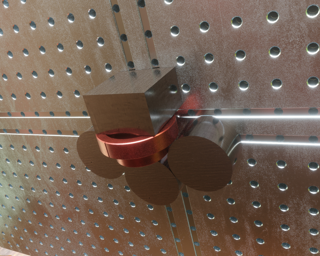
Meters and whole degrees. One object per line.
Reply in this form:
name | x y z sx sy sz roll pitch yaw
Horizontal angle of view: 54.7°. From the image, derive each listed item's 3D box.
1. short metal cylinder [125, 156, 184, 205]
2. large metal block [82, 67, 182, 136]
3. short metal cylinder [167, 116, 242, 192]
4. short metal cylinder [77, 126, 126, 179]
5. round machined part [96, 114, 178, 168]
short metal cylinder | -0.002 0.061 0.434 0.080 0.050 0.079 13 124 21
large metal block | -0.029 -0.033 0.370 0.080 0.080 0.050 1 119 28
short metal cylinder | 0.056 0.032 0.386 0.080 0.050 0.079 13 124 21
short metal cylinder | -0.072 0.027 0.450 0.080 0.050 0.079 13 124 21
round machined part | -0.026 0.013 0.383 0.098 0.098 0.042 2 119 27
